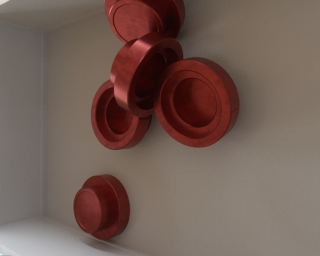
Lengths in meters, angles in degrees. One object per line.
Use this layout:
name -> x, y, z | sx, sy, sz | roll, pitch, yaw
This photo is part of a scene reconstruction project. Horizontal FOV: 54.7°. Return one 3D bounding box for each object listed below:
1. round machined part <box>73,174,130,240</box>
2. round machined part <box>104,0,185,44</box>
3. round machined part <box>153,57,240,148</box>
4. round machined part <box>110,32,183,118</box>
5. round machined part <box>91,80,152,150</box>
round machined part -> -0.095, 0.122, 0.475 | 0.098, 0.042, 0.097 | 0, 90, 40
round machined part -> -0.022, -0.135, 0.376 | 0.098, 0.098, 0.042 | -14, 41, 39
round machined part -> 0.043, -0.031, 0.348 | 0.098, 0.042, 0.097 | 16, 117, 33
round machined part -> -0.019, -0.065, 0.361 | 0.042, 0.099, 0.097 | 32, 110, 25
round machined part -> -0.050, -0.019, 0.437 | 0.098, 0.042, 0.097 | 0, 90, 40
